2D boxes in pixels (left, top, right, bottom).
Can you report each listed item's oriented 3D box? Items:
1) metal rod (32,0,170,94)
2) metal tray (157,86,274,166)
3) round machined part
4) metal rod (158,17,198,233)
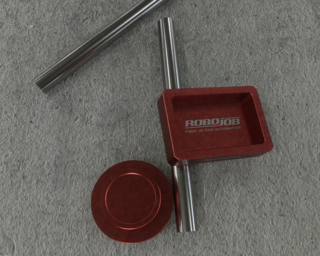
[{"bbox_3d":[-0.058,-0.153,0.463,0.301,0.025,0.025,-42,76,-14],"label":"metal rod"},{"bbox_3d":[0.069,-0.005,0.391,0.131,0.030,0.090,-4,71,-17],"label":"metal tray"},{"bbox_3d":[-0.033,0.086,0.367,0.099,0.042,0.098,0,70,0],"label":"round machined part"},{"bbox_3d":[0.020,-0.018,0.414,0.025,0.025,0.299,-4,70,-2],"label":"metal rod"}]
